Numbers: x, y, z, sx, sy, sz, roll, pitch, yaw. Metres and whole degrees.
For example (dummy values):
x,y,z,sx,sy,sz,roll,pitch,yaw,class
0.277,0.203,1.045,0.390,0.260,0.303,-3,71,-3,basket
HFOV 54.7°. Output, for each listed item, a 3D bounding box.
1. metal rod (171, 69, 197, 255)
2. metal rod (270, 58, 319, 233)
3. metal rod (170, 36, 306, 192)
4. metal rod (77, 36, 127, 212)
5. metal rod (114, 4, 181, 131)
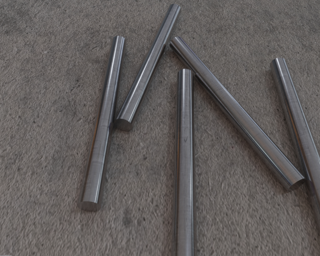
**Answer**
x,y,z,sx,sy,sz,roll,pitch,yaw,class
0.030,0.034,0.374,0.025,0.025,0.300,3,50,2,metal rod
0.181,0.014,0.392,0.025,0.025,0.300,2,50,1,metal rod
0.091,-0.040,0.436,0.025,0.025,0.300,-20,53,-16,metal rod
-0.072,-0.031,0.428,0.025,0.025,0.300,1,50,1,metal rod
-0.010,-0.115,0.499,0.025,0.025,0.300,11,51,9,metal rod
